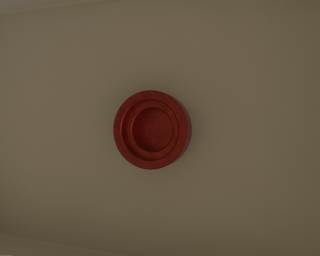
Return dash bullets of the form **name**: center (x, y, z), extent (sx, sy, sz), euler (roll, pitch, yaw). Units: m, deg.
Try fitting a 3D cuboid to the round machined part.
- **round machined part**: center (-0.007, 0.002, 0.399), extent (0.098, 0.042, 0.097), euler (0, 90, 19)
